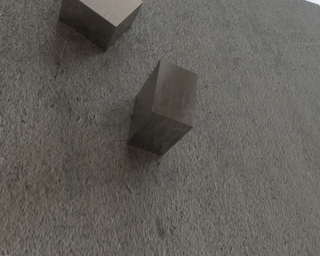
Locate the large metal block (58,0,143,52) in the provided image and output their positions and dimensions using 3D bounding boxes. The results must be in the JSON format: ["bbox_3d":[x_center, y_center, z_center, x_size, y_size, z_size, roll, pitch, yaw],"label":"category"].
[{"bbox_3d":[-0.084,-0.170,0.446,0.080,0.050,0.080,35,51,-5],"label":"large metal block"}]

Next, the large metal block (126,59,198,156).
[{"bbox_3d":[0.002,-0.023,0.383,0.050,0.080,0.080,20,54,-17],"label":"large metal block"}]
